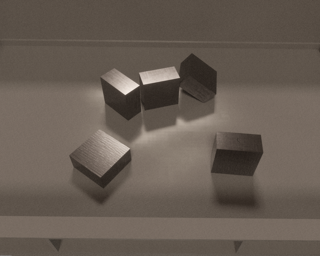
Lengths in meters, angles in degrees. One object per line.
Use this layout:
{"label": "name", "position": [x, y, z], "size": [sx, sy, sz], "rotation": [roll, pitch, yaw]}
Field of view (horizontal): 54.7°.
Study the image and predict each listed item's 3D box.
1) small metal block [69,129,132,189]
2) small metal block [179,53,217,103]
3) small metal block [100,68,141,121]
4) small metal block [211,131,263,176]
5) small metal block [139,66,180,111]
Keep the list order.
{"label": "small metal block", "position": [-0.071, 0.036, 0.374], "size": [0.050, 0.025, 0.050], "rotation": [30, 56, 22]}
{"label": "small metal block", "position": [0.055, -0.072, 0.451], "size": [0.050, 0.025, 0.050], "rotation": [31, 46, -24]}
{"label": "small metal block", "position": [-0.053, -0.046, 0.427], "size": [0.050, 0.050, 0.025], "rotation": [37, 59, 26]}
{"label": "small metal block", "position": [0.088, 0.031, 0.364], "size": [0.050, 0.050, 0.025], "rotation": [4, 50, 3]}
{"label": "small metal block", "position": [-0.001, -0.055, 0.435], "size": [0.050, 0.050, 0.025], "rotation": [-12, 51, -10]}
